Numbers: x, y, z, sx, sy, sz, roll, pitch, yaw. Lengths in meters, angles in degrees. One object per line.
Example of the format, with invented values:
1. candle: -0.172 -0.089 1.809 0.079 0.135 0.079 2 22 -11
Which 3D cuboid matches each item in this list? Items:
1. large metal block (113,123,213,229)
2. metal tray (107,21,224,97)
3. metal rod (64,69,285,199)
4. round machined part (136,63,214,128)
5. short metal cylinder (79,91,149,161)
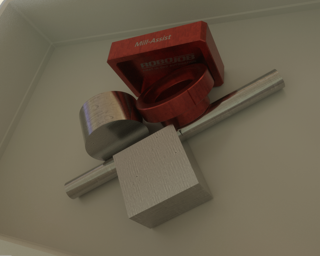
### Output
1. large metal block: 0.002 0.055 0.350 0.080 0.050 0.080 -29 52 9
2. metal tray: 0.009 -0.083 0.406 0.130 0.090 0.030 -6 59 24
3. metal rod: 0.011 0.012 0.389 0.301 0.025 0.025 -29 52 9
4. round machined part: 0.023 -0.036 0.384 0.098 0.042 0.098 -26 24 13
5. short metal cylinder: -0.060 -0.001 0.399 0.080 0.080 0.050 -29 52 9
